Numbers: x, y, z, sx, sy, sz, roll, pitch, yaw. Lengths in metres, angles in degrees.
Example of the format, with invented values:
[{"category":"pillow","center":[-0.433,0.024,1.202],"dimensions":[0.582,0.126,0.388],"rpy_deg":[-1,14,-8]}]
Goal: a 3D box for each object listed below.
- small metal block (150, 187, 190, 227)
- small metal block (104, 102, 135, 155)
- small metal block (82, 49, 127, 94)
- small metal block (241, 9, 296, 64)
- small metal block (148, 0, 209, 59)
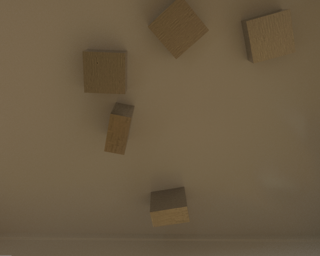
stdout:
[{"category":"small metal block","center":[0.013,0.111,0.439],"dimensions":[0.050,0.050,0.025],"rpy_deg":[-10,110,3]},{"category":"small metal block","center":[-0.051,0.000,0.397],"dimensions":[0.025,0.050,0.050],"rpy_deg":[11,110,-4]},{"category":"small metal block","center":[-0.067,-0.070,0.385],"dimensions":[0.050,0.025,0.050],"rpy_deg":[2,110,-1]},{"category":"small metal block","center":[0.130,-0.110,0.372],"dimensions":[0.050,0.025,0.050],"rpy_deg":[-15,110,5]},{"category":"small metal block","center":[0.021,-0.119,0.368],"dimensions":[0.050,0.025,0.050],"rpy_deg":[-40,106,13]}]
